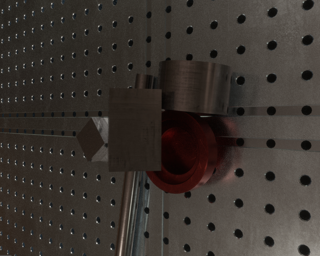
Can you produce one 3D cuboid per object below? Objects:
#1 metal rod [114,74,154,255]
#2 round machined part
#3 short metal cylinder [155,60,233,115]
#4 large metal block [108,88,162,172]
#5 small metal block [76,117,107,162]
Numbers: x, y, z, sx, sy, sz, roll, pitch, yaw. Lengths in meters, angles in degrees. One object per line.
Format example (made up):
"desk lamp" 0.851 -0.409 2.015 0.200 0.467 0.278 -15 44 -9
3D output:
"metal rod" -0.039 0.074 0.439 0.025 0.025 0.298 12 98 39
"round machined part" 0.027 0.027 0.375 0.098 0.042 0.097 0 89 39
"short metal cylinder" 0.037 -0.043 0.342 0.080 0.081 0.050 9 96 39
"large metal block" -0.030 0.002 0.336 0.080 0.050 0.079 180 91 -80
"small metal block" -0.101 0.018 0.490 0.050 0.025 0.050 -45 63 30
